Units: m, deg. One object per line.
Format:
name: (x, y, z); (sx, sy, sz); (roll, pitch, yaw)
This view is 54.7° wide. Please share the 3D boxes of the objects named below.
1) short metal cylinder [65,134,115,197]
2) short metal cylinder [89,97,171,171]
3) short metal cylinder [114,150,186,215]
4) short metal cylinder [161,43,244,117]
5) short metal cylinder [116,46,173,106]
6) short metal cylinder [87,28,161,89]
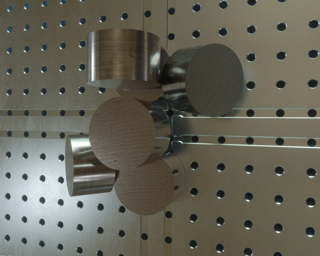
short metal cylinder: (-0.095, 0.048, 0.411); (0.050, 0.080, 0.080); (-2, 89, -24)
short metal cylinder: (-0.033, 0.006, 0.357); (0.080, 0.050, 0.079); (0, 90, 20)
short metal cylinder: (-0.012, 0.067, 0.403); (0.080, 0.050, 0.079); (0, 91, 19)
short metal cylinder: (0.049, -0.055, 0.359); (0.050, 0.081, 0.079); (16, 97, 60)
short metal cylinder: (-0.015, -0.069, 0.404); (0.080, 0.050, 0.079); (0, 91, 20)
short metal cylinder: (-0.040, -0.073, 0.343); (0.080, 0.080, 0.050); (1, 90, 20)
